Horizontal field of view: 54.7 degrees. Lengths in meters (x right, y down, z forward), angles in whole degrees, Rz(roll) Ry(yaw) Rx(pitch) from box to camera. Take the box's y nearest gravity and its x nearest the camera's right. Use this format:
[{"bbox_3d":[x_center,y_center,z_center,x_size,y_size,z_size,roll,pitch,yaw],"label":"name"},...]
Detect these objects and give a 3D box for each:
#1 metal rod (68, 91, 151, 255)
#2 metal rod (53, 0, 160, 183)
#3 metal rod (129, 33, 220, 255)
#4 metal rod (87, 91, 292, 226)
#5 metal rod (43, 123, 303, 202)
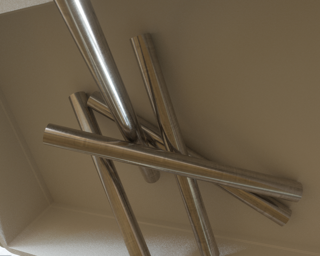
[{"bbox_3d":[-0.060,0.088,0.418,0.025,0.025,0.299,-32,76,38],"label":"metal rod"},{"bbox_3d":[-0.040,-0.015,0.342,0.025,0.025,0.299,13,149,21],"label":"metal rod"},{"bbox_3d":[0.022,0.033,0.387,0.025,0.025,0.298,-11,104,33],"label":"metal rod"},{"bbox_3d":[0.033,0.037,0.413,0.301,0.025,0.025,31,129,7],"label":"metal rod"},{"bbox_3d":[0.018,0.042,0.362,0.302,0.025,0.025,13,127,-4],"label":"metal rod"}]
